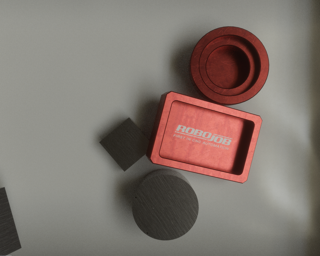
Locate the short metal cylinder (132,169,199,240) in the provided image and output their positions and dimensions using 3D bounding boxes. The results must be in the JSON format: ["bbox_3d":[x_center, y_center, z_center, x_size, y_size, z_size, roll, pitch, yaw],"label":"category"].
[{"bbox_3d":[0.007,0.096,0.399,0.081,0.050,0.079,0,90,-1],"label":"short metal cylinder"}]

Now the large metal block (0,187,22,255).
[{"bbox_3d":[-0.228,0.124,0.374,0.050,0.081,0.080,-15,90,40],"label":"large metal block"}]

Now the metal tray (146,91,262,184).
[{"bbox_3d":[0.057,0.013,0.396,0.131,0.030,0.089,14,90,-12],"label":"metal tray"}]

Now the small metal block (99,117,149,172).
[{"bbox_3d":[-0.043,0.021,0.411,0.050,0.025,0.050,-40,90,0],"label":"small metal block"}]

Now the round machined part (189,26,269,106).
[{"bbox_3d":[0.086,-0.078,0.404,0.099,0.042,0.097,0,90,-1],"label":"round machined part"}]
